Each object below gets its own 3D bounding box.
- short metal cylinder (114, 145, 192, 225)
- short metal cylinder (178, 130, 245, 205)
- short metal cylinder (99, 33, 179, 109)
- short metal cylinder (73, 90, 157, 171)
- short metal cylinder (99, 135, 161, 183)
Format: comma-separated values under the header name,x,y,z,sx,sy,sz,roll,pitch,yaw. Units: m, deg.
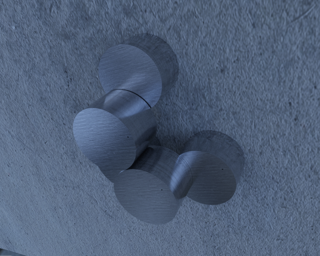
name,x,y,z,sx,sy,sz,roll,pitch,yaw
short metal cylinder,-0.007,0.068,0.372,0.080,0.050,0.079,13,124,20
short metal cylinder,0.061,0.049,0.390,0.080,0.050,0.079,13,124,21
short metal cylinder,-0.024,-0.066,0.365,0.080,0.050,0.079,13,124,21
short metal cylinder,-0.051,0.003,0.355,0.080,0.050,0.079,13,124,21
short metal cylinder,-0.043,0.039,0.439,0.080,0.050,0.079,13,124,21
